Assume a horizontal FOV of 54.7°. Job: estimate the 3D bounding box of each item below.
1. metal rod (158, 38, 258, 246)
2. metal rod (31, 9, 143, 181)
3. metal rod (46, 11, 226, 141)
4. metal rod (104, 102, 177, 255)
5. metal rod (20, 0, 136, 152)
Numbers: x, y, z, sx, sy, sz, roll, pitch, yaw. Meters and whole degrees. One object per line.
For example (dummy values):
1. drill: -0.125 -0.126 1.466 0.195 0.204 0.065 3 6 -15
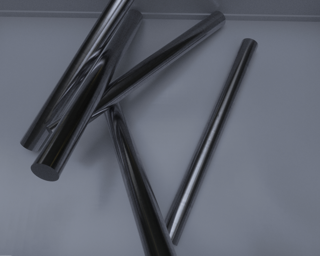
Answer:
1. metal rod: 0.070 0.004 0.408 0.025 0.025 0.300 23 71 8
2. metal rod: -0.068 -0.065 0.368 0.025 0.025 0.300 12 46 4
3. metal rod: -0.014 -0.079 0.407 0.025 0.025 0.301 43 63 14
4. metal rod: -0.029 0.043 0.325 0.025 0.025 0.300 -18 45 -7
5. metal rod: -0.084 -0.098 0.381 0.025 0.025 0.299 37 98 12
